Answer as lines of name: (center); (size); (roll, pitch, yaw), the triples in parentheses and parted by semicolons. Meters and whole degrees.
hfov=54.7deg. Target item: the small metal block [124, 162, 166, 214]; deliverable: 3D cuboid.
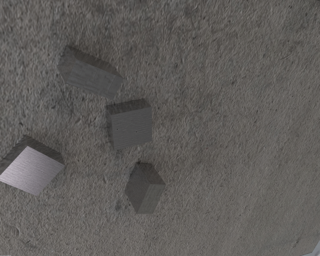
small metal block: (-0.022, 0.083, 0.430); (0.025, 0.050, 0.050); (9, 114, -33)

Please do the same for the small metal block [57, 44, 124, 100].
small metal block: (-0.072, -0.057, 0.316); (0.050, 0.050, 0.025); (18, 109, -35)

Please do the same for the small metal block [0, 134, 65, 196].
small metal block: (-0.147, 0.043, 0.353); (0.050, 0.025, 0.050); (-47, 129, 4)

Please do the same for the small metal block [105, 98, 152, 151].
small metal block: (-0.038, -0.005, 0.383); (0.050, 0.025, 0.050); (-14, 124, -21)
